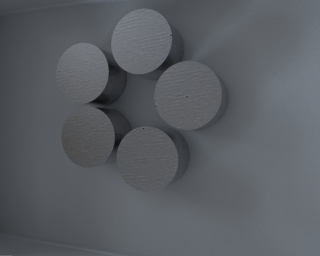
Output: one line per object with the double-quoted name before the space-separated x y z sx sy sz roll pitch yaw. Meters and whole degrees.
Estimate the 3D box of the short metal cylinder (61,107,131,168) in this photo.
"short metal cylinder" -0.086 0.012 0.425 0.080 0.050 0.080 0 90 20

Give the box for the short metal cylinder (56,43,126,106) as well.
"short metal cylinder" -0.094 -0.072 0.428 0.080 0.050 0.080 0 90 20

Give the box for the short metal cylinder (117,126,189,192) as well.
"short metal cylinder" -0.008 0.038 0.398 0.080 0.050 0.080 0 90 20

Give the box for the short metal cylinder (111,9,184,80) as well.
"short metal cylinder" -0.015 -0.105 0.400 0.080 0.050 0.080 0 90 20

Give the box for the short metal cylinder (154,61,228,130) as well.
"short metal cylinder" 0.040 -0.038 0.381 0.080 0.050 0.080 0 90 20
